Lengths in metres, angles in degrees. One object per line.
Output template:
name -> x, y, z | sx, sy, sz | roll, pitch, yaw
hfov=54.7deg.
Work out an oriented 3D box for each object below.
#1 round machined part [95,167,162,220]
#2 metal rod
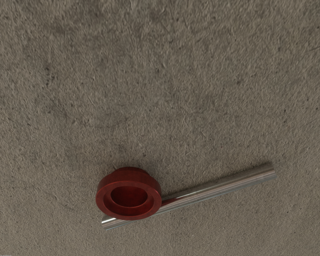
round machined part -> -0.047, 0.098, 0.479 | 0.099, 0.042, 0.097 | -1, 130, 0
metal rod -> 0.038, 0.116, 0.506 | 0.300, 0.025, 0.025 | -22, 127, 17
